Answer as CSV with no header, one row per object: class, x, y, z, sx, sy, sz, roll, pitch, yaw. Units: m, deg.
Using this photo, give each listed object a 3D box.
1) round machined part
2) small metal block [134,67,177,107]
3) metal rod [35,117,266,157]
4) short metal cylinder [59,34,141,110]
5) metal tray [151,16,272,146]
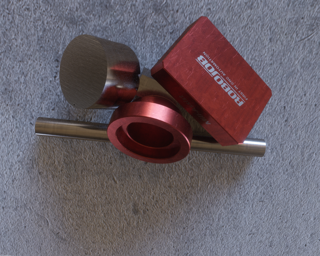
round machined part,-0.010,0.000,0.369,0.098,0.042,0.098,10,146,7
small metal block,-0.002,-0.049,0.378,0.050,0.050,0.025,22,109,-8
metal rod,-0.010,0.013,0.416,0.302,0.025,0.025,6,110,-3
short metal cylinder,-0.069,-0.061,0.353,0.080,0.050,0.079,1,92,37
metal tray,0.064,-0.052,0.362,0.130,0.030,0.090,43,66,-15
